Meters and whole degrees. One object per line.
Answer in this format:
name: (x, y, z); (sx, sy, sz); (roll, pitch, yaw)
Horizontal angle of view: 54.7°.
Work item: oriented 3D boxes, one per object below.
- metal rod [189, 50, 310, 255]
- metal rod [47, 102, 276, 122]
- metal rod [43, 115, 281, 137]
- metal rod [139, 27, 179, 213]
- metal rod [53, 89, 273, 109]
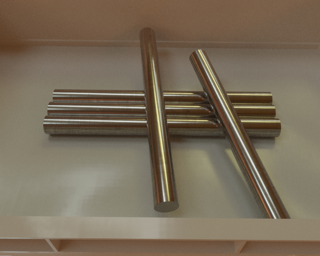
metal rod: (0.094, 0.019, 0.363); (0.025, 0.025, 0.299); (-12, 58, -10)
metal rod: (0.002, -0.021, 0.421); (0.302, 0.025, 0.025); (1, 50, 0)
metal rod: (0.003, -0.002, 0.405); (0.302, 0.025, 0.025); (1, 50, 0)
metal rod: (-0.007, -0.036, 0.401); (0.025, 0.025, 0.300); (-4, 50, -4)
metal rod: (0.004, -0.040, 0.437); (0.302, 0.025, 0.025); (1, 50, 0)
